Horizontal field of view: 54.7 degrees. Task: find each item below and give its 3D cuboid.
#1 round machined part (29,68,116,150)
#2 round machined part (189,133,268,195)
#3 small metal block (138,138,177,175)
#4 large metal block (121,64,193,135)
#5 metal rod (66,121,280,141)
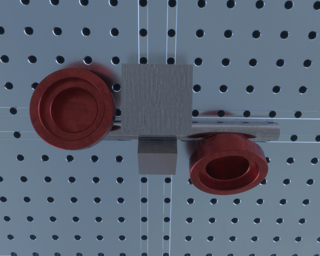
[{"bbox_3d":[-0.103,-0.021,0.382,0.099,0.042,0.097,0,84,-1],"label":"round machined part"},{"bbox_3d":[0.087,0.044,0.408,0.099,0.042,0.097,0,136,0],"label":"round machined part"},{"bbox_3d":[-0.003,0.039,0.417,0.050,0.025,0.050,1,139,-1],"label":"small metal block"},{"bbox_3d":[-0.004,-0.033,0.376,0.081,0.050,0.079,1,92,-1],"label":"large metal block"},{"bbox_3d":[0.006,0.003,0.415,0.302,0.025,0.025,0,110,-1],"label":"metal rod"}]
